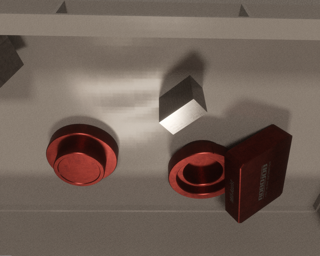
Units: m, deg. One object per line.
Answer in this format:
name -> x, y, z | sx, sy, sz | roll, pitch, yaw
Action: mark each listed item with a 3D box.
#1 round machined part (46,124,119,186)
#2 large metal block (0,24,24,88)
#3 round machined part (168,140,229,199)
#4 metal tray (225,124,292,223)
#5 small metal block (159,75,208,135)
round machined part -> -0.109, 0.044, 0.434 | 0.099, 0.042, 0.097 | -1, 130, 0
large metal block -> -0.202, -0.081, 0.309 | 0.080, 0.050, 0.080 | -1, 132, 18
round machined part -> 0.061, 0.055, 0.446 | 0.099, 0.042, 0.097 | -1, 130, 0
metal tray -> 0.136, 0.067, 0.437 | 0.091, 0.030, 0.129 | -27, 133, -19
small metal block -> 0.026, -0.028, 0.369 | 0.050, 0.050, 0.025 | -34, 122, 25
